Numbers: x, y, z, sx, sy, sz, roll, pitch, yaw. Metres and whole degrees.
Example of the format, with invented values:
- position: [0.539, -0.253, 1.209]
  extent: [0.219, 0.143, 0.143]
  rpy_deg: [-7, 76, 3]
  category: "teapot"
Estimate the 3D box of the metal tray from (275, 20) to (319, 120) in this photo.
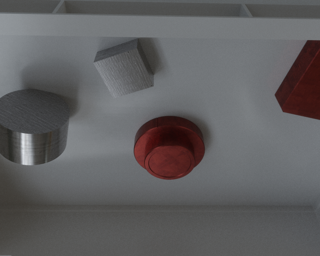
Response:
- position: [0.204, -0.068, 0.351]
  extent: [0.091, 0.030, 0.129]
  rpy_deg: [11, 129, -10]
  category: "metal tray"

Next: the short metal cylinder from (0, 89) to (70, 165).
- position: [-0.151, -0.002, 0.369]
  extent: [0.081, 0.080, 0.050]
  rpy_deg: [12, 129, -10]
  category: "short metal cylinder"

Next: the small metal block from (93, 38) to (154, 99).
- position: [-0.039, -0.067, 0.352]
  extent: [0.050, 0.025, 0.050]
  rpy_deg: [-16, 129, 12]
  category: "small metal block"

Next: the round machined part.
- position: [0.013, 0.034, 0.427]
  extent: [0.099, 0.042, 0.097]
  rpy_deg: [-1, 130, 0]
  category: "round machined part"
